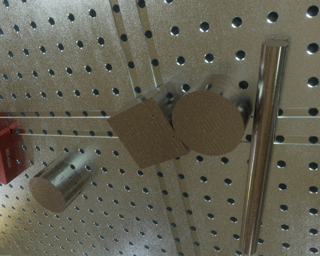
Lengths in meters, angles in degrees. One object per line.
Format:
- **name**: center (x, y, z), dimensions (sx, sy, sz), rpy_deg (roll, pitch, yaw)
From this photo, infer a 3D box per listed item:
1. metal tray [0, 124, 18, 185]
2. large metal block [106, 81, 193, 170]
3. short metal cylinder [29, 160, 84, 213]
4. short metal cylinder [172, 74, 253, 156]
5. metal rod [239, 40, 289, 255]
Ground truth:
- **metal tray**: center (-0.333, 0.043, 0.611), dimensions (0.090, 0.030, 0.129), rpy_deg (21, 127, 15)
- **large metal block**: center (-0.007, -0.002, 0.397), dimensions (0.080, 0.050, 0.080), rpy_deg (-23, 106, 36)
- **short metal cylinder**: center (-0.186, 0.106, 0.559), dimensions (0.080, 0.050, 0.079), rpy_deg (13, 124, 21)
- **short metal cylinder**: center (0.060, -0.015, 0.354), dimensions (0.080, 0.050, 0.079), rpy_deg (13, 124, 21)
- **metal rod**: center (0.120, 0.046, 0.376), dimensions (0.025, 0.025, 0.298), rpy_deg (10, 123, 22)
